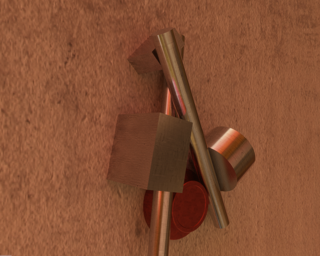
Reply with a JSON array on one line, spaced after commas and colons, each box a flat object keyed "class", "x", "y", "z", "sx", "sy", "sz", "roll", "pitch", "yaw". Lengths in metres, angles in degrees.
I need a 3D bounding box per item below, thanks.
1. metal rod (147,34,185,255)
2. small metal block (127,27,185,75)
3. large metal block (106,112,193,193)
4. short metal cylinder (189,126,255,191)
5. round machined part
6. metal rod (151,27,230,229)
[{"class": "metal rod", "x": 0.009, "y": 0.021, "z": 0.396, "sx": 0.025, "sy": 0.025, "sz": 0.299, "roll": 15, "pitch": 74, "yaw": -39}, {"class": "small metal block", "x": -0.005, "y": -0.095, "z": 0.387, "sx": 0.050, "sy": 0.050, "sz": 0.025, "roll": -52, "pitch": 121, "yaw": -27}, {"class": "large metal block", "x": -0.014, "y": 0.028, "z": 0.361, "sx": 0.050, "sy": 0.080, "sz": 0.080, "roll": 15, "pitch": 80, "yaw": -39}, {"class": "short metal cylinder", "x": 0.089, "y": 0.044, "z": 0.448, "sx": 0.050, "sy": 0.080, "sz": 0.080, "roll": -40, "pitch": 115, "yaw": -33}, {"class": "round machined part", "x": 0.028, "y": 0.103, "z": 0.422, "sx": 0.099, "sy": 0.042, "sz": 0.097, "roll": 0, "pitch": 90, "yaw": -40}, {"class": "metal rod", "x": 0.048, "y": 0.020, "z": 0.404, "sx": 0.025, "sy": 0.025, "sz": 0.298, "roll": -40, "pitch": 123, "yaw": -33}]
